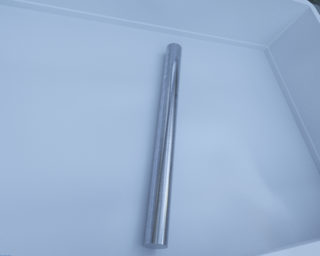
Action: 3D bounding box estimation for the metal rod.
[{"bbox_3d":[0.009,0.000,0.407,0.025,0.025,0.300,18,55,-18],"label":"metal rod"}]
